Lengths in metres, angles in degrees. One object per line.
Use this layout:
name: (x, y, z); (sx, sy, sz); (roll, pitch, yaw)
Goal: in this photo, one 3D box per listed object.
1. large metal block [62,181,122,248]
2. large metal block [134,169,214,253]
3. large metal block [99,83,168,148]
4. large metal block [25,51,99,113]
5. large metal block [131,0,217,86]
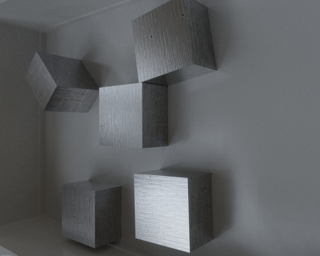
large metal block: (-0.105, 0.127, 0.475); (0.080, 0.050, 0.079); (0, 90, 39)
large metal block: (0.016, 0.095, 0.376); (0.080, 0.050, 0.079); (-2, 89, 39)
large metal block: (-0.036, -0.015, 0.418); (0.080, 0.050, 0.079); (0, 90, 39)
large metal block: (-0.155, -0.071, 0.496); (0.050, 0.081, 0.080); (-51, 60, 27)
large metal block: (0.016, -0.100, 0.376); (0.080, 0.050, 0.080); (-12, 82, 39)
